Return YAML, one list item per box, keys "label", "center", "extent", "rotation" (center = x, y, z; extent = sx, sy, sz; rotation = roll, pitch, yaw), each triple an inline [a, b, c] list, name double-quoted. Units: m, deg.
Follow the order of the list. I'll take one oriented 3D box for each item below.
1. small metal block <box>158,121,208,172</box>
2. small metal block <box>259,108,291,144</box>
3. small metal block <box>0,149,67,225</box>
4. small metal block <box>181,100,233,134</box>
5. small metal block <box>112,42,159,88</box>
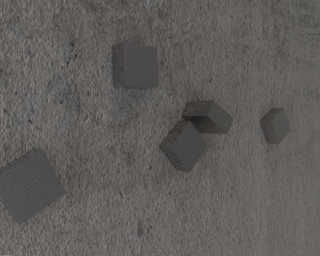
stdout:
- label: "small metal block"
  center: [0.033, 0.025, 0.432]
  extent: [0.050, 0.025, 0.050]
  rotation: [-52, 120, -27]
- label: "small metal block"
  center: [0.219, -0.004, 0.588]
  extent: [0.050, 0.025, 0.050]
  rotation: [-38, 114, -33]
- label: "small metal block"
  center: [-0.128, 0.055, 0.298]
  extent: [0.050, 0.025, 0.050]
  rotation: [-35, 112, -34]
- label: "small metal block"
  center: [0.068, -0.015, 0.445]
  extent: [0.050, 0.050, 0.025]
  rotation: [37, 68, -34]
- label: "small metal block"
  center: [-0.030, -0.074, 0.379]
  extent: [0.050, 0.025, 0.050]
  rotation: [-4, 92, -40]
